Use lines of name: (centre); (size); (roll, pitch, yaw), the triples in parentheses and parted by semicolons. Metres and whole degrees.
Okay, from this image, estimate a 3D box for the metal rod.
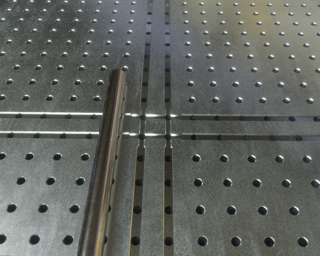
metal rod: (-0.067, 0.034, 0.377); (0.025, 0.025, 0.300); (1, 50, 0)
